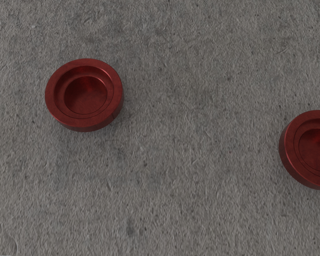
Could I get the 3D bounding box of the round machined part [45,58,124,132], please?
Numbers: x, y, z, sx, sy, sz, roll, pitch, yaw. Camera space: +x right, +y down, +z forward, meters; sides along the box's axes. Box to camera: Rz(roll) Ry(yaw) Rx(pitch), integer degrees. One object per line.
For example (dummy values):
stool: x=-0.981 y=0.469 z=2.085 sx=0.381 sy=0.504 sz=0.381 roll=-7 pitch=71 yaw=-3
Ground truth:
round machined part: x=-0.097 y=-0.040 z=0.413 sx=0.099 sy=0.042 sz=0.098 roll=0 pitch=70 yaw=0

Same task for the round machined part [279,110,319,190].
round machined part: x=0.198 y=0.030 z=0.389 sx=0.099 sy=0.042 sz=0.098 roll=0 pitch=70 yaw=0
